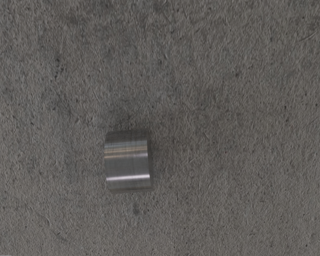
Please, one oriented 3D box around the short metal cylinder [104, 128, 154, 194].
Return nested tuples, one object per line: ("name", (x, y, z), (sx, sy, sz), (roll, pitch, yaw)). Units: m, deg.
("short metal cylinder", (-0.037, 0.042, 0.396), (0.050, 0.080, 0.080), (-5, 110, 2))
